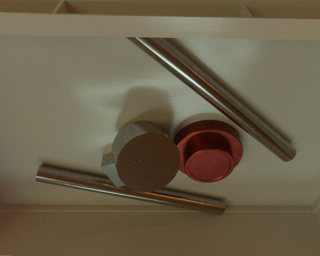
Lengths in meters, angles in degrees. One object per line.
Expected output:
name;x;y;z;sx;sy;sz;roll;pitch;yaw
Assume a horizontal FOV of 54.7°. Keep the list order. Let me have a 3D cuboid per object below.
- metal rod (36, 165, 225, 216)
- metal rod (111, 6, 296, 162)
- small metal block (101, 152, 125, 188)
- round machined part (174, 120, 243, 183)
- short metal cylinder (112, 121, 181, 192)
metal rod;-0.038;0.102;0.495;0.302;0.025;0.025;13;129;-12
metal rod;0.071;-0.038;0.377;0.301;0.025;0.025;34;122;-26
small metal block;-0.052;0.058;0.458;0.050;0.025;0.050;-18;128;14
round machined part;0.066;0.039;0.433;0.099;0.042;0.097;-1;130;0
short metal cylinder;-0.019;0.036;0.404;0.081;0.050;0.079;-5;109;-14
